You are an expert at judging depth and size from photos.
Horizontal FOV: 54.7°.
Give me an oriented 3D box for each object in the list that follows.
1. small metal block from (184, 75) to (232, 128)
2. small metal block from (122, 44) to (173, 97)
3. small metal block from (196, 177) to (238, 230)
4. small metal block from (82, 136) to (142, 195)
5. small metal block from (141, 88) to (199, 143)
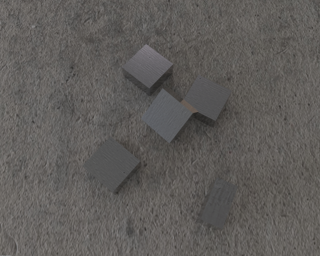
[{"bbox_3d":[0.062,-0.037,0.422,0.050,0.025,0.050,28,72,9],"label":"small metal block"},{"bbox_3d":[-0.017,-0.082,0.438,0.050,0.025,0.050,39,74,13],"label":"small metal block"},{"bbox_3d":[0.065,0.090,0.362,0.025,0.050,0.050,23,72,8],"label":"small metal block"},{"bbox_3d":[-0.059,0.048,0.390,0.050,0.025,0.050,38,74,12],"label":"small metal block"},{"bbox_3d":[0.013,-0.017,0.401,0.050,0.025,0.050,41,110,13],"label":"small metal block"}]
